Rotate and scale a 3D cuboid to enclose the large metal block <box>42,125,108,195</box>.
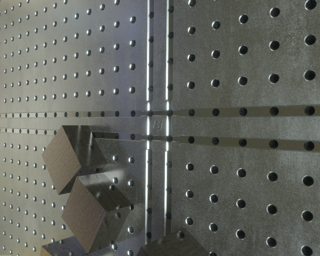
[{"bbox_3d":[-0.143,0.052,0.513,0.080,0.050,0.080,-47,62,30],"label":"large metal block"}]

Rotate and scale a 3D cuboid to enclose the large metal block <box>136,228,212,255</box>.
[{"bbox_3d":[0.006,0.176,0.370,0.050,0.081,0.080,39,114,33],"label":"large metal block"}]

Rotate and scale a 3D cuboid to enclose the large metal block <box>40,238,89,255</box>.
[{"bbox_3d":[-0.164,0.250,0.531,0.080,0.050,0.080,17,101,39],"label":"large metal block"}]

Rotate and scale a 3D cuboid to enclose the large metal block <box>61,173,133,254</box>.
[{"bbox_3d":[-0.098,0.128,0.476,0.080,0.050,0.080,38,113,33],"label":"large metal block"}]
